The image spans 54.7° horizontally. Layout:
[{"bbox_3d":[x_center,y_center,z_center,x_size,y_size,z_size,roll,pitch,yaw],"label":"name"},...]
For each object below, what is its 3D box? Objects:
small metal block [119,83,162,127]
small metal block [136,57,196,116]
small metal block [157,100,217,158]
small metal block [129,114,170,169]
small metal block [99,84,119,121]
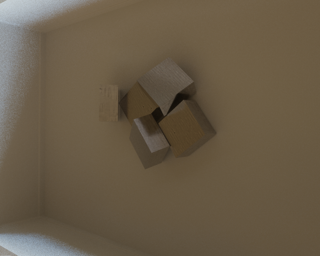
[{"bbox_3d":[-0.023,-0.031,0.421,0.050,0.025,0.050,-45,64,30],"label":"small metal block"},{"bbox_3d":[0.008,-0.051,0.381,0.050,0.025,0.050,-37,62,-5],"label":"small metal block"},{"bbox_3d":[0.032,0.001,0.377,0.050,0.025,0.050,-43,64,31],"label":"small metal block"},{"bbox_3d":[-0.015,0.018,0.400,0.050,0.025,0.050,60,155,22],"label":"small metal block"},{"bbox_3d":[-0.072,-0.034,0.444,0.050,0.025,0.050,-177,88,-83],"label":"small metal block"}]
